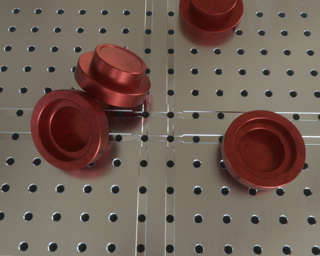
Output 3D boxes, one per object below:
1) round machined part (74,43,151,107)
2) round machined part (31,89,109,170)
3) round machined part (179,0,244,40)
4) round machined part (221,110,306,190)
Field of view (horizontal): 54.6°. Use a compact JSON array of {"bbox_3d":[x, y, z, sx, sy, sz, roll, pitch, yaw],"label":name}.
[{"bbox_3d":[-0.057,-0.074,0.402,0.099,0.042,0.098,20,34,-14],"label":"round machined part"},{"bbox_3d":[-0.107,0.000,0.386,0.098,0.042,0.097,3,100,18],"label":"round machined part"},{"bbox_3d":[0.079,-0.186,0.471,0.099,0.042,0.098,0,70,0],"label":"round machined part"},{"bbox_3d":[0.127,0.030,0.393,0.099,0.042,0.098,0,70,0],"label":"round machined part"}]
